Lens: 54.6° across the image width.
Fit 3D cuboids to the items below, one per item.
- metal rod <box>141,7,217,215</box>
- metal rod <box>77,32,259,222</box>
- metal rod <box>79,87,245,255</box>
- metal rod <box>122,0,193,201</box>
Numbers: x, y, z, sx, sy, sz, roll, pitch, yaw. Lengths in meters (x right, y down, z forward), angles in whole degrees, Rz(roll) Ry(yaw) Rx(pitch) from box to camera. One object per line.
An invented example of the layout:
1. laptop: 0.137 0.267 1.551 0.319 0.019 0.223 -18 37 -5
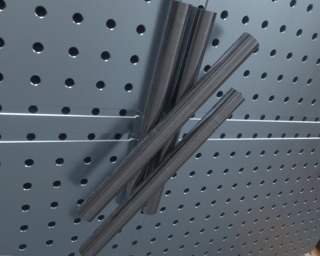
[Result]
1. metal rod: 0.018 -0.005 0.418 0.025 0.025 0.298 1 118 -29
2. metal rod: 0.007 0.002 0.384 0.300 0.025 0.025 -46 129 4
3. metal rod: 0.000 0.064 0.417 0.300 0.025 0.025 -47 129 4
4. metal rod: -0.012 -0.007 0.400 0.025 0.025 0.298 1 118 -29
